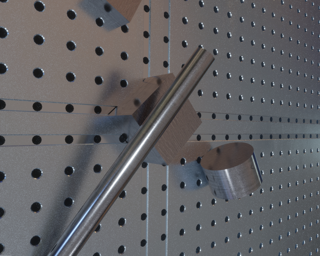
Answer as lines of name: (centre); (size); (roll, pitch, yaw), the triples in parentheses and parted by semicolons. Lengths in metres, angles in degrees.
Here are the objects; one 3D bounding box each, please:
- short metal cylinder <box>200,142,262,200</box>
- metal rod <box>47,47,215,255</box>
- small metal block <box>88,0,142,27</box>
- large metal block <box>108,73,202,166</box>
short metal cylinder: (0.107, 0.063, 0.466); (0.081, 0.080, 0.050); (-34, 112, -35)
metal rod: (-0.035, 0.038, 0.330); (0.025, 0.025, 0.300); (40, 81, -33)
small metal block: (-0.051, -0.158, 0.368); (0.050, 0.025, 0.050); (36, 68, -35)
large metal block: (-0.004, -0.011, 0.392); (0.080, 0.050, 0.080); (-49, 119, -29)
